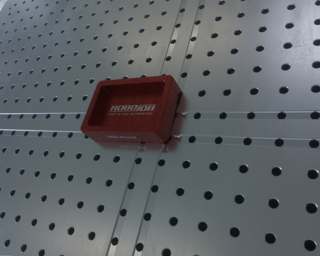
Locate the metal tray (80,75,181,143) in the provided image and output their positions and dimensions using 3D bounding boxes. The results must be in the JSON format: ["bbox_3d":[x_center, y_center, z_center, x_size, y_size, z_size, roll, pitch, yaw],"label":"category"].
[{"bbox_3d":[-0.043,-0.027,0.445,0.130,0.030,0.090,0,62,28],"label":"metal tray"}]
